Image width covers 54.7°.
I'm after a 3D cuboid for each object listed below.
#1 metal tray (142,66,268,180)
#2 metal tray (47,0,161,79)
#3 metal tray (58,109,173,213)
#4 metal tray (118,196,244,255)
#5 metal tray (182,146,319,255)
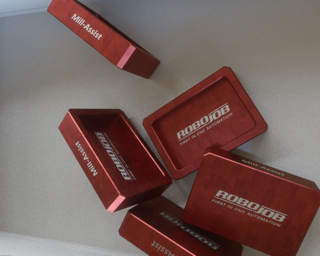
[{"bbox_3d":[0.054,-0.004,0.388,0.130,0.030,0.090,-32,80,17],"label":"metal tray"},{"bbox_3d":[-0.069,-0.118,0.400,0.130,0.090,0.030,40,103,15],"label":"metal tray"},{"bbox_3d":[-0.054,0.032,0.380,0.130,0.091,0.030,52,121,24],"label":"metal tray"},{"bbox_3d":[0.028,0.132,0.365,0.130,0.090,0.030,28,101,17],"label":"metal tray"},{"bbox_3d":[0.101,0.085,0.354,0.130,0.030,0.089,19,105,9],"label":"metal tray"}]
